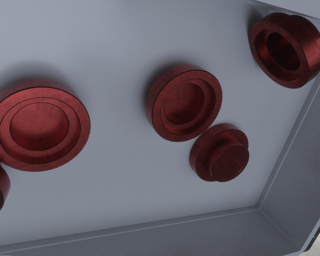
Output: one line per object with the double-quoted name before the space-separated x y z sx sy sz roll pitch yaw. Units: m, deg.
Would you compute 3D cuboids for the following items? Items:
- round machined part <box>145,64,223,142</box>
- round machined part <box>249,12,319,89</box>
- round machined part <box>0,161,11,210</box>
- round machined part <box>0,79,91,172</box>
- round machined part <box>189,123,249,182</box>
"round machined part" 0.026 -0.034 0.393 0.099 0.042 0.097 -14 125 -21
"round machined part" 0.163 -0.101 0.390 0.042 0.098 0.098 -36 130 -8
"round machined part" -0.198 0.047 0.303 0.099 0.042 0.097 -1 132 -1
"round machined part" -0.127 -0.006 0.325 0.099 0.042 0.097 -14 124 -22
"round machined part" 0.098 0.045 0.482 0.099 0.042 0.097 -14 125 -21
